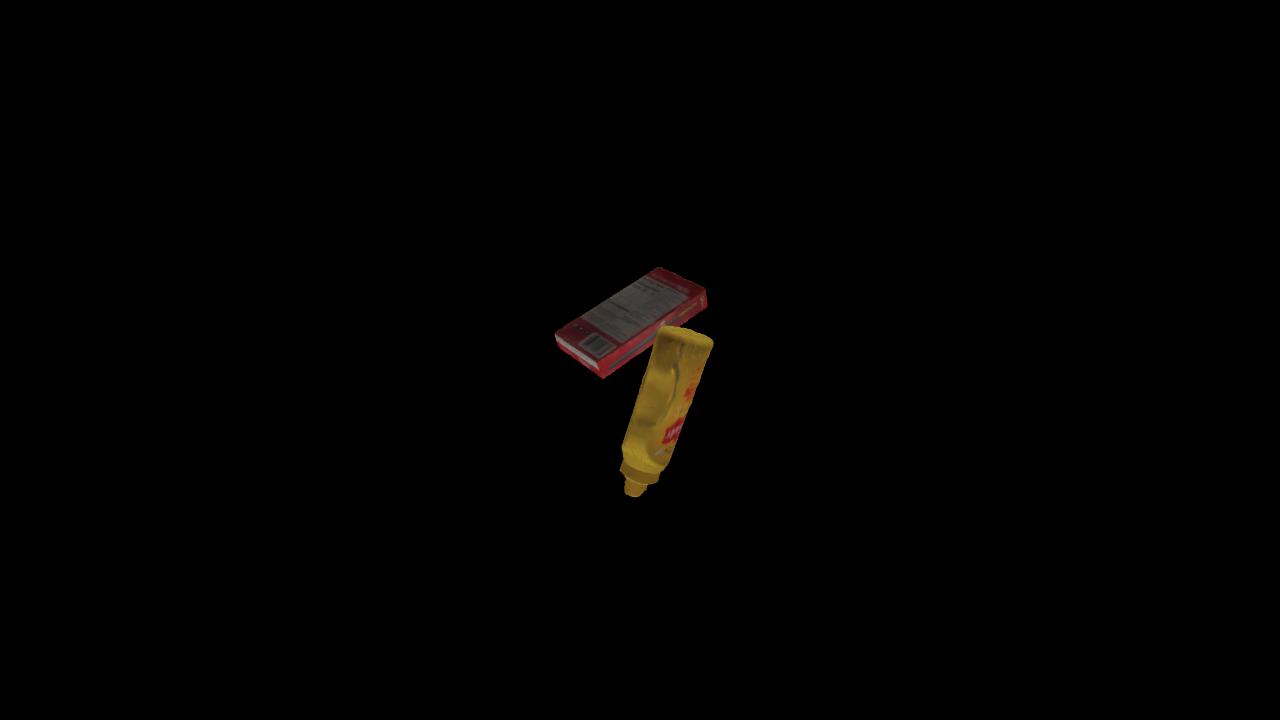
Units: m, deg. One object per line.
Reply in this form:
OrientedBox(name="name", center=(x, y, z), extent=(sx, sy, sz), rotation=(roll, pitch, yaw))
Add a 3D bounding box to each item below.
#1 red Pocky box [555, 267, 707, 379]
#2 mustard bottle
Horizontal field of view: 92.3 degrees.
OrientedBox(name="red Pocky box", center=(-0.008, -0.044, 0.671), extent=(0.155, 0.028, 0.083), rotation=(-35, 43, -23))
OrientedBox(name="mustard bottle", center=(0.020, 0.058, 0.636), extent=(0.054, 0.184, 0.092), rotation=(21, 11, 15))
